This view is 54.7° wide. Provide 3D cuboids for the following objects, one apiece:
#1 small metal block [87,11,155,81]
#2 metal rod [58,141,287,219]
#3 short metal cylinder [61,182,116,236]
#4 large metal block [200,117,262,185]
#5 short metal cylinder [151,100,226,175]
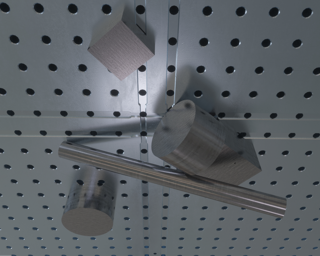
[{"bbox_3d":[-0.041,-0.088,0.337,0.050,0.025,0.050,-33,123,24],"label":"small metal block"},{"bbox_3d":[0.007,0.064,0.407,0.301,0.025,0.025,13,131,12],"label":"metal rod"},{"bbox_3d":[-0.115,0.134,0.508,0.081,0.050,0.079,0,130,0],"label":"short metal cylinder"},{"bbox_3d":[0.079,0.044,0.434,0.080,0.050,0.080,34,122,-26],"label":"large metal block"},{"bbox_3d":[0.034,0.012,0.386,0.050,0.080,0.080,33,123,-25],"label":"short metal cylinder"}]
